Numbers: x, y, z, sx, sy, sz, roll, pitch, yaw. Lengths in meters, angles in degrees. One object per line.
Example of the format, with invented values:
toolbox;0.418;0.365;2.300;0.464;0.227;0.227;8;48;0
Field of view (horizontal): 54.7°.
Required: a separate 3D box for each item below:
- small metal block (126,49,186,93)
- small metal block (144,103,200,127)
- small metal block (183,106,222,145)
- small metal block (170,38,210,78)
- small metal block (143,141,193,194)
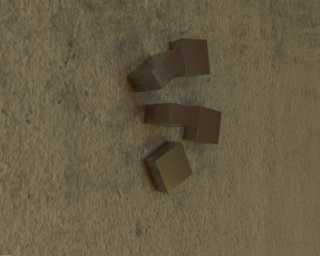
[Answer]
small metal block;-0.005;-0.071;0.386;0.050;0.050;0.025;-47;119;-30
small metal block;0.015;-0.016;0.403;0.050;0.050;0.025;7;86;-40
small metal block;0.063;-0.004;0.460;0.050;0.025;0.050;12;83;-40
small metal block;0.043;-0.100;0.443;0.050;0.025;0.050;-11;97;-40
small metal block;0.012;0.052;0.417;0.050;0.025;0.050;-34;111;-35
